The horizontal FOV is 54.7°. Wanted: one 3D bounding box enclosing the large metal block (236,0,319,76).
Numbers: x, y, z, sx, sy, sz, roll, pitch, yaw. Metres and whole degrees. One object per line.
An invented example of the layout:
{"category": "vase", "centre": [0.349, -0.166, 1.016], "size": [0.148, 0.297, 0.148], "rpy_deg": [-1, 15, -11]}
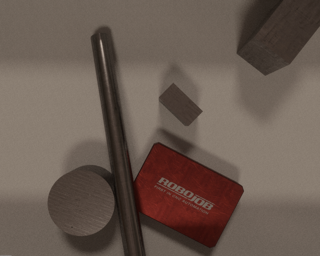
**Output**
{"category": "large metal block", "centre": [0.150, -0.118, 0.386], "size": [0.050, 0.080, 0.080], "rpy_deg": [38, 90, -1]}

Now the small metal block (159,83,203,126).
{"category": "small metal block", "centre": [0.025, -0.029, 0.399], "size": [0.050, 0.050, 0.025], "rpy_deg": [44, 90, -1]}

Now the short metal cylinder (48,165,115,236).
{"category": "short metal cylinder", "centre": [-0.095, 0.090, 0.398], "size": [0.081, 0.050, 0.079], "rpy_deg": [0, 90, -1]}

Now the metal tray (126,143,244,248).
{"category": "metal tray", "centre": [0.031, 0.086, 0.409], "size": [0.130, 0.030, 0.090], "rpy_deg": [27, 90, -1]}

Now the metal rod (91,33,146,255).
{"category": "metal rod", "centre": [-0.053, 0.025, 0.389], "size": [0.025, 0.025, 0.298], "rpy_deg": [-10, 82, 0]}
